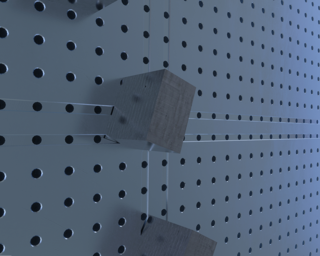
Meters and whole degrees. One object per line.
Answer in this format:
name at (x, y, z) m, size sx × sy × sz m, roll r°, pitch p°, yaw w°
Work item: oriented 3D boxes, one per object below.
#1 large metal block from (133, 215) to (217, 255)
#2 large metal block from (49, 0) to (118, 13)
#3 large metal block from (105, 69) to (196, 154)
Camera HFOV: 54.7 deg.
large metal block at (0.013, 0.164, 0.387) m, size 0.050 × 0.080 × 0.080 m, roll 37°, pitch 67°, yaw -34°
large metal block at (-0.090, -0.175, 0.318) m, size 0.081 × 0.050 × 0.079 m, roll 0°, pitch 90°, yaw -40°
large metal block at (-0.012, -0.017, 0.365) m, size 0.050 × 0.080 × 0.080 m, roll 24°, pitch 75°, yaw -38°
